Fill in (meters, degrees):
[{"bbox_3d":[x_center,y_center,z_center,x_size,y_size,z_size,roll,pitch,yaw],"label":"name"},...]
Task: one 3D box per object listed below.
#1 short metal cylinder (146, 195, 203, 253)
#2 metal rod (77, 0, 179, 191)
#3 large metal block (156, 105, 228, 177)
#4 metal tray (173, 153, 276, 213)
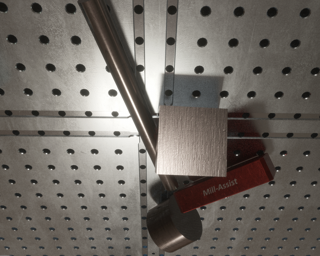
[{"bbox_3d":[0.024,0.155,0.509,0.080,0.080,0.050,37,121,-27],"label":"short metal cylinder"},{"bbox_3d":[-0.025,-0.019,0.395,0.025,0.025,0.299,-13,129,11],"label":"metal rod"},{"bbox_3d":[0.037,0.017,0.383,0.081,0.080,0.050,3,174,-3],"label":"large metal block"},{"bbox_3d":[0.094,0.076,0.439,0.130,0.030,0.090,-26,170,20],"label":"metal tray"}]
